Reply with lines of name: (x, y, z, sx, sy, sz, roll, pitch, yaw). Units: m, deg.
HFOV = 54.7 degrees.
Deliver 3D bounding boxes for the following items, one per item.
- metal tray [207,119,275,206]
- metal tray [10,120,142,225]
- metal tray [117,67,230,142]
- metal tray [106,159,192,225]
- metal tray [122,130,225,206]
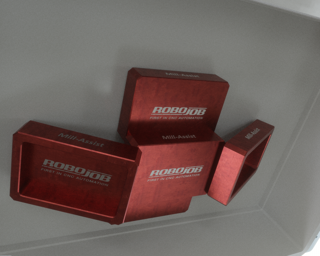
metal tray: (0.122, 0.047, 0.458, 0.131, 0.030, 0.089, -25, 135, -51)
metal tray: (-0.094, 0.051, 0.344, 0.131, 0.030, 0.089, 14, 115, -3)
metal tray: (0.018, -0.025, 0.396, 0.131, 0.030, 0.089, -1, 119, -29)
metal tray: (-0.011, 0.088, 0.450, 0.131, 0.030, 0.089, -1, 119, -29)
metal tray: (0.015, 0.050, 0.403, 0.131, 0.030, 0.089, -2, 119, -28)
